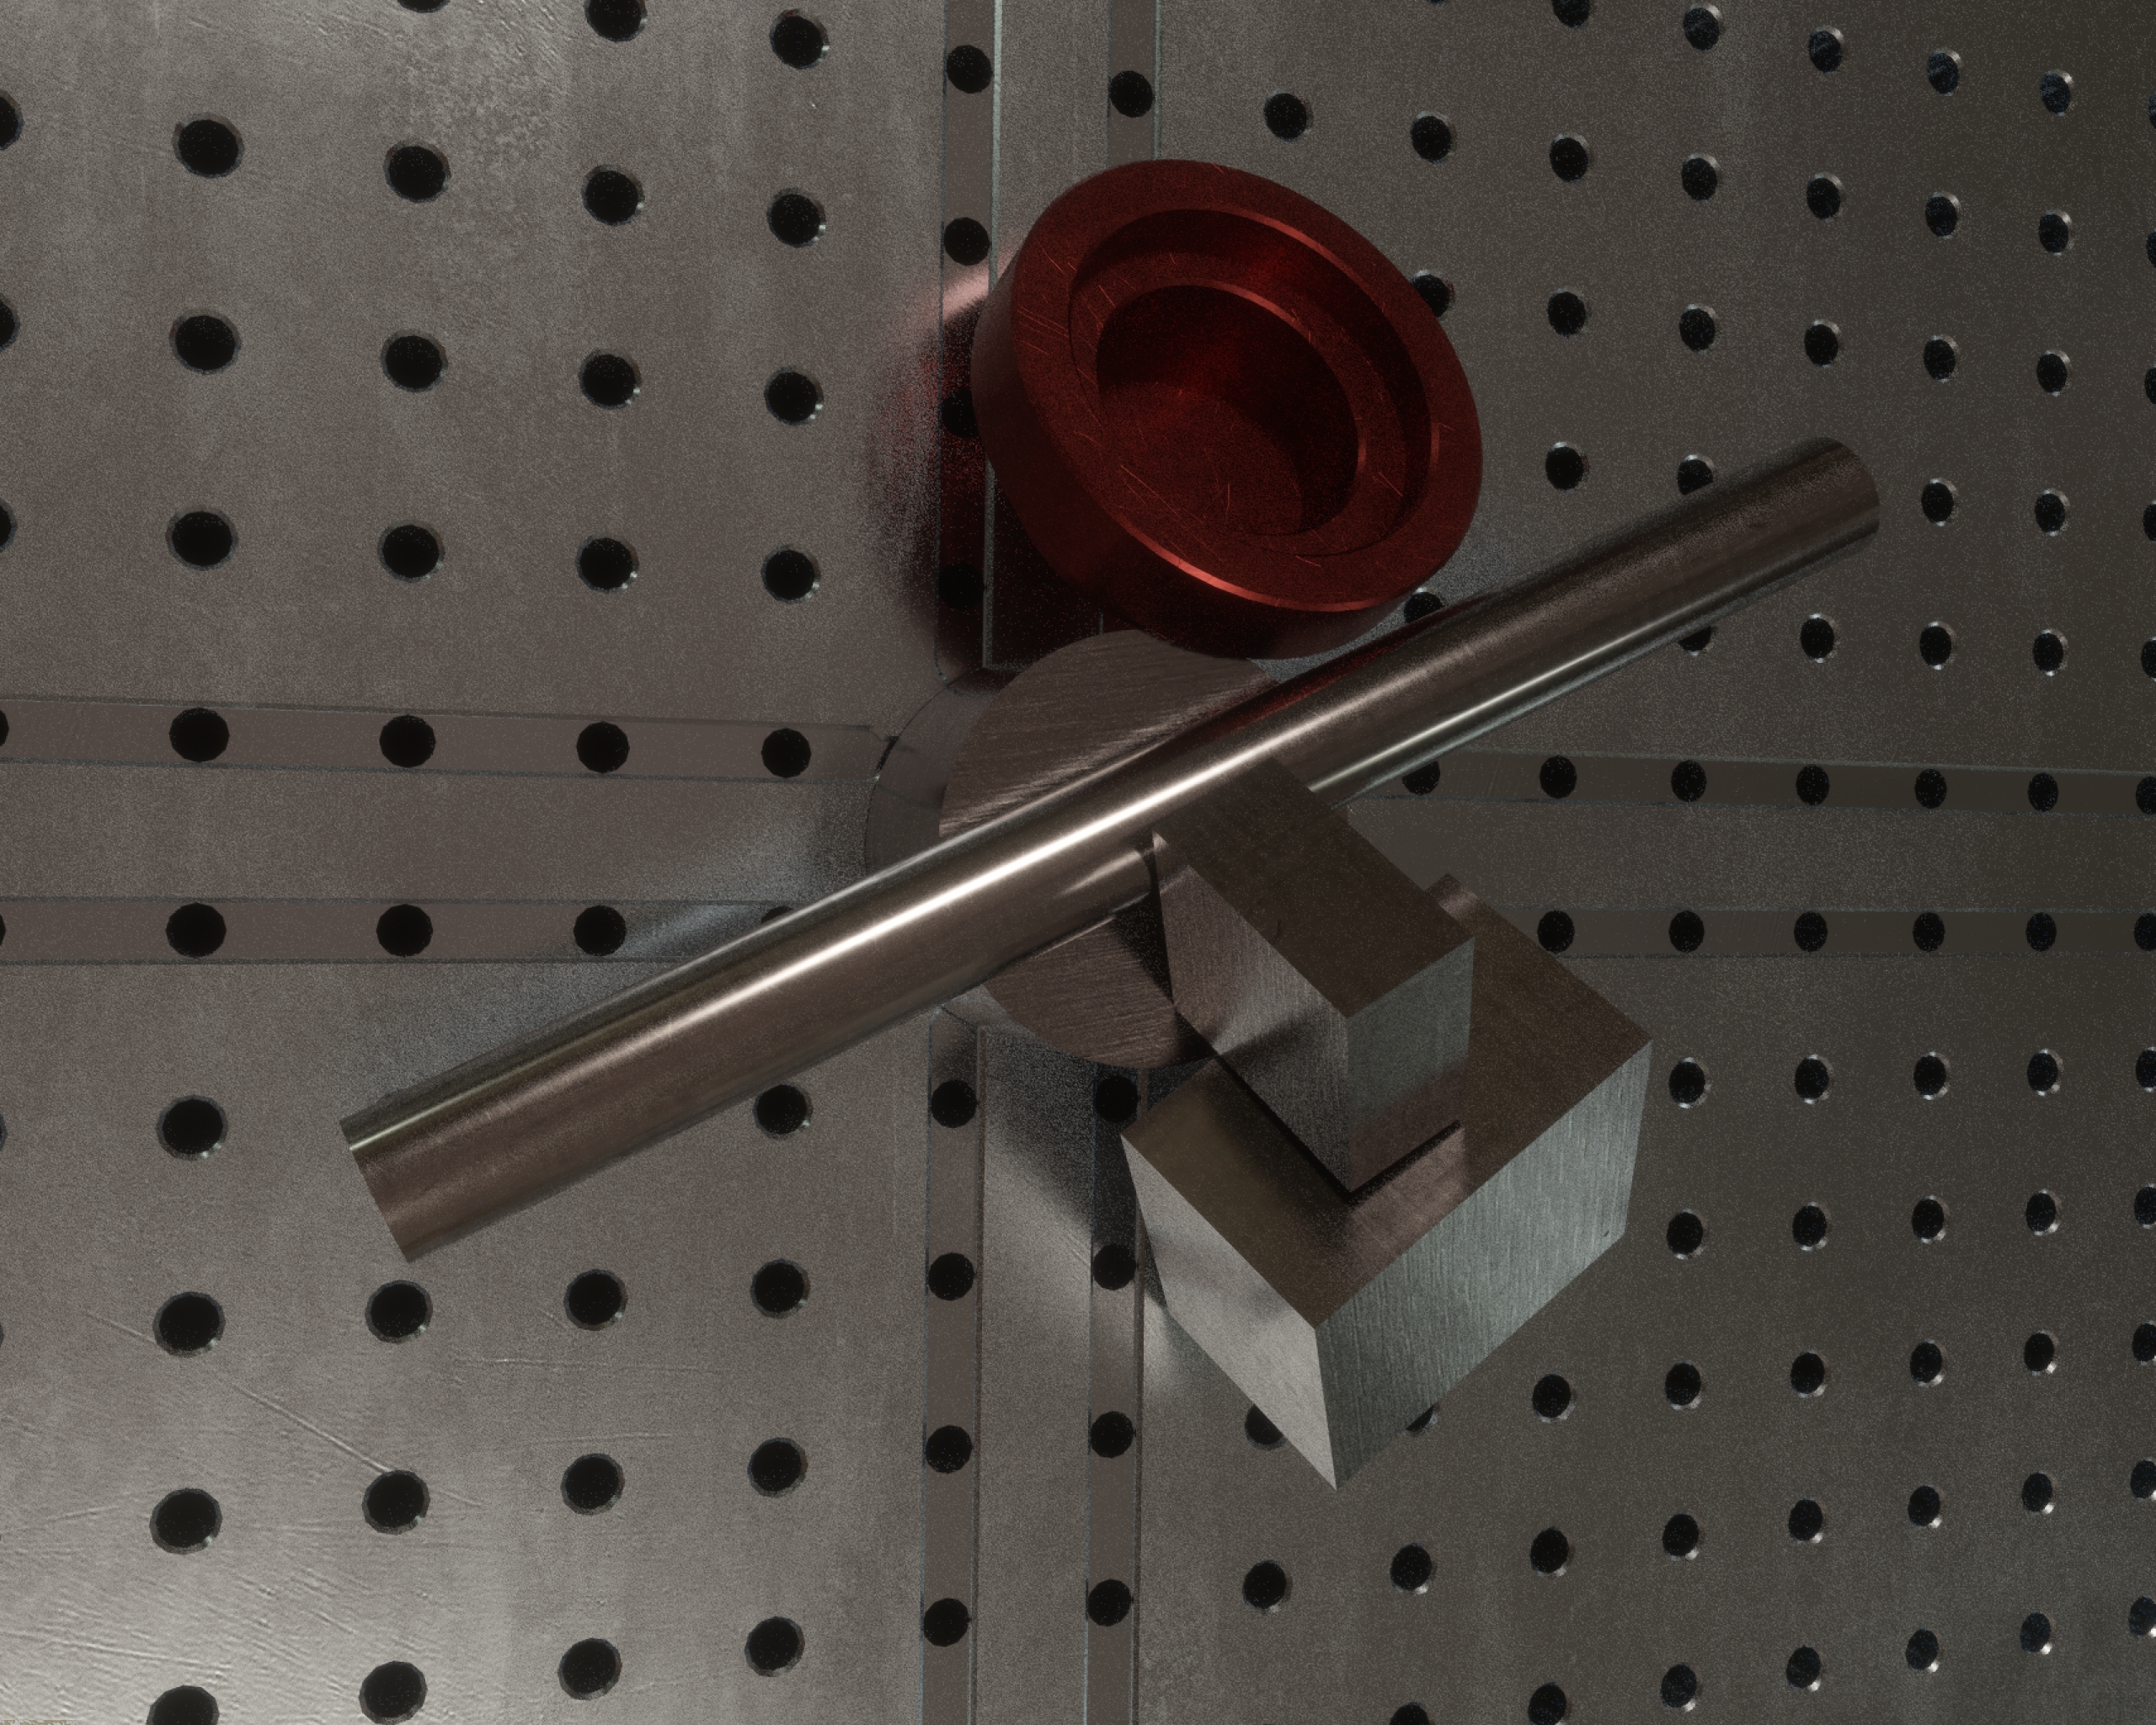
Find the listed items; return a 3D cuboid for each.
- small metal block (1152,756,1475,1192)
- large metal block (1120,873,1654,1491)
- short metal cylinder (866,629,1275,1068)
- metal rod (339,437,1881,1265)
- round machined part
[{"bbox_3d":[0.039,0.019,0.350,0.025,0.050,0.050,-31,143,-18],"label":"small metal block"},{"bbox_3d":[0.060,0.062,0.398,0.080,0.050,0.080,-37,147,-16],"label":"large metal block"},{"bbox_3d":[0.005,-0.003,0.401,0.081,0.050,0.079,0,90,-21],"label":"short metal cylinder"},{"bbox_3d":[0.021,-0.011,0.368,0.302,0.025,0.025,-26,99,-19],"label":"metal rod"},{"bbox_3d":[0.025,-0.082,0.401,0.099,0.042,0.098,11,63,-22],"label":"round machined part"}]
